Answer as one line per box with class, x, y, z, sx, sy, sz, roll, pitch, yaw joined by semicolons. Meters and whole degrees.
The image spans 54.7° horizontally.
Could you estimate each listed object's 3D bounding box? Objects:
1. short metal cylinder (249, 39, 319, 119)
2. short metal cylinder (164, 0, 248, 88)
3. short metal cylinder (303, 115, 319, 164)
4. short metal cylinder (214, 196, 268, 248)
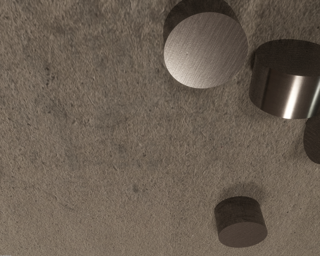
short metal cylinder;0.139;-0.054;0.328;0.081;0.080;0.050;-2;130;1
short metal cylinder;0.044;-0.088;0.317;0.081;0.050;0.079;0;130;0
short metal cylinder;0.227;0.011;0.384;0.050;0.080;0.079;13;129;-11
short metal cylinder;0.137;0.162;0.531;0.081;0.050;0.079;0;130;0
